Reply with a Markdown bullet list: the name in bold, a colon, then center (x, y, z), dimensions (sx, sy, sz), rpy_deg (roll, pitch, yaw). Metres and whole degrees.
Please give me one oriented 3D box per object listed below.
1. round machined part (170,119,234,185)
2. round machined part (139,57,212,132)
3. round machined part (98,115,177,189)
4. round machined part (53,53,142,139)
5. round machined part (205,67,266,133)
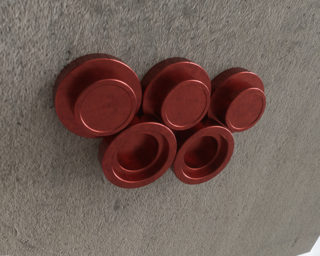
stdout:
- **round machined part**: center (0.054, 0.030, 0.448), dimensions (0.099, 0.042, 0.097), rpy_deg (-14, 125, -21)
- **round machined part**: center (0.024, -0.036, 0.390), dimensions (0.099, 0.042, 0.097), rpy_deg (-14, 125, -21)
- **round machined part**: center (-0.031, 0.026, 0.398), dimensions (0.099, 0.042, 0.097), rpy_deg (-14, 125, -21)
- **round machined part**: center (-0.065, -0.030, 0.345), dimensions (0.099, 0.042, 0.097), rpy_deg (-14, 125, -21)
- **round machined part**: center (0.110, -0.033, 0.439), dimensions (0.099, 0.042, 0.097), rpy_deg (-14, 125, -21)
